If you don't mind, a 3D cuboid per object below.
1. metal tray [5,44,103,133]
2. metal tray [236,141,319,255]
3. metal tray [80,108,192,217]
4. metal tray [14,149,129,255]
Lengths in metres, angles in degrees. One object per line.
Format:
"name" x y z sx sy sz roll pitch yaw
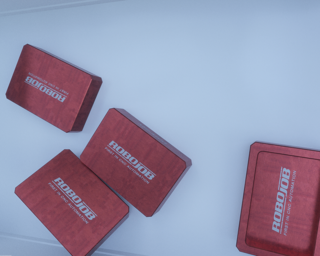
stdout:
"metal tray" -0.160 -0.059 0.463 0.130 0.030 0.090 27 99 17
"metal tray" 0.143 0.085 0.357 0.090 0.030 0.129 8 93 19
"metal tray" -0.035 0.044 0.419 0.130 0.030 0.090 37 101 16
"metal tray" -0.117 0.102 0.421 0.130 0.030 0.090 40 63 15
